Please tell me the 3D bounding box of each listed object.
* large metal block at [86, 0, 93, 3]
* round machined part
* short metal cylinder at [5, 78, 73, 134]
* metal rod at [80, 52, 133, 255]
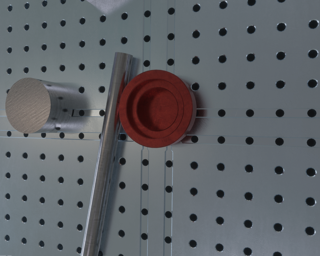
[{"bbox_3d":[-0.095,-0.240,0.433,0.080,0.050,0.080,-27,81,18],"label":"large metal block"},{"bbox_3d":[0.000,-0.024,0.404,0.098,0.042,0.097,0,90,20],"label":"round machined part"},{"bbox_3d":[-0.180,-0.032,0.463,0.080,0.050,0.079,0,90,20],"label":"short metal cylinder"},{"bbox_3d":[-0.076,0.044,0.439,0.025,0.025,0.298,12,94,19],"label":"metal rod"}]
